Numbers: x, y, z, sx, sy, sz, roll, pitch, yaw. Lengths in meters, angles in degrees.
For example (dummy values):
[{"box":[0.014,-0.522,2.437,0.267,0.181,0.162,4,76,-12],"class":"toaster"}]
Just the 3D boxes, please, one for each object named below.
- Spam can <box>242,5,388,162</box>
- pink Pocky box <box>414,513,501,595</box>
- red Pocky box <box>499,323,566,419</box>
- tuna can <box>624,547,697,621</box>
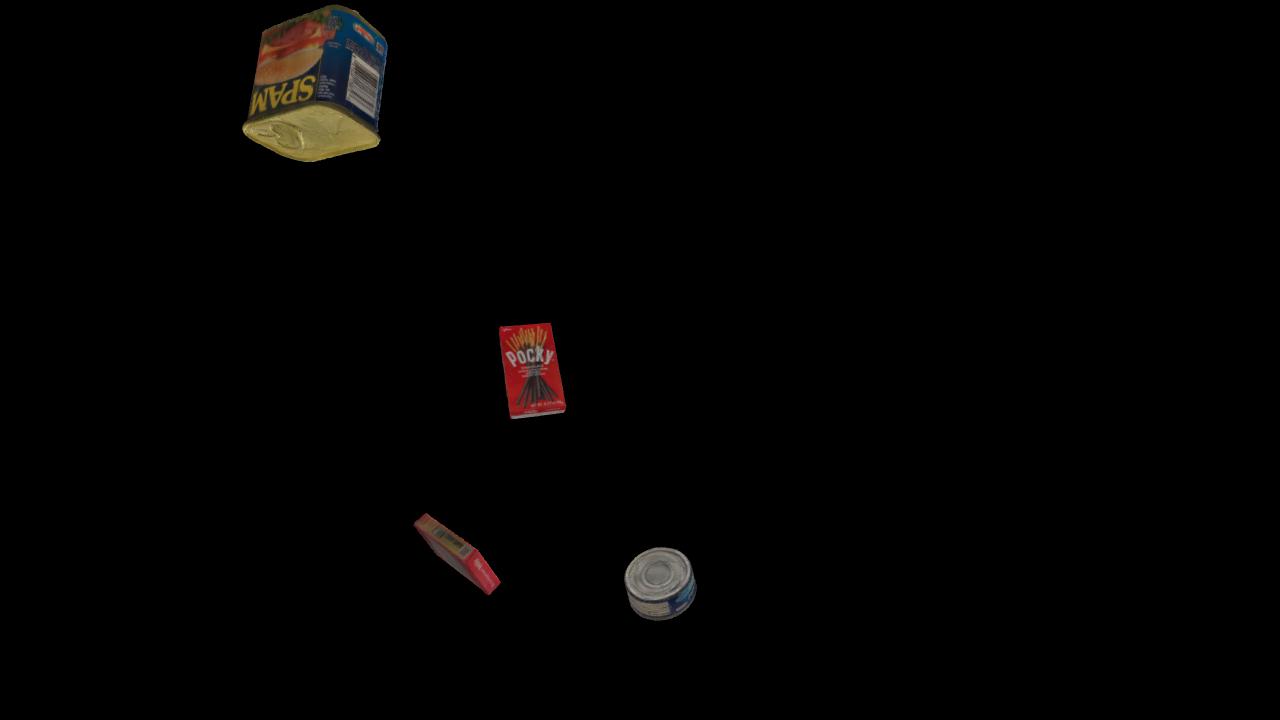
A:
[{"box":[-0.246,-0.209,0.471,0.101,0.085,0.058,-2,-12,23],"class":"Spam can"},{"box":[-0.285,0.299,0.953,0.155,0.084,0.029,14,47,42],"class":"pink Pocky box"},{"box":[-0.166,0.013,0.936,0.083,0.155,0.028,-7,-32,-14],"class":"red Pocky box"},{"box":[0.024,0.265,0.737,0.084,0.034,0.084,-10,28,5],"class":"tuna can"}]
